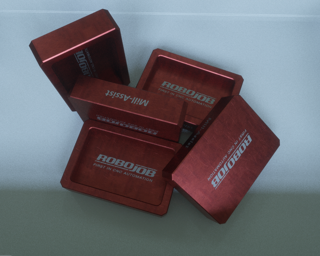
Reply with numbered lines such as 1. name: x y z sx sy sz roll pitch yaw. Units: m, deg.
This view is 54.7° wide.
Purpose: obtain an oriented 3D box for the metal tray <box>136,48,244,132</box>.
1. metal tray: 0.037 -0.047 0.423 0.131 0.030 0.090 20 71 6

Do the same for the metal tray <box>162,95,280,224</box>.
1. metal tray: 0.076 0.036 0.372 0.090 0.030 0.130 45 74 -15

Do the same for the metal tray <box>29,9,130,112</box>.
1. metal tray: -0.088 -0.075 0.377 0.090 0.130 0.030 -29 73 -10

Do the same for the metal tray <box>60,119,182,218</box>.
1. metal tray: -0.044 0.049 0.385 0.131 0.030 0.090 15 71 5

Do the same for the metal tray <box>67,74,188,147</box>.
1. metal tray: -0.036 -0.017 0.378 0.131 0.090 0.030 15 71 5
